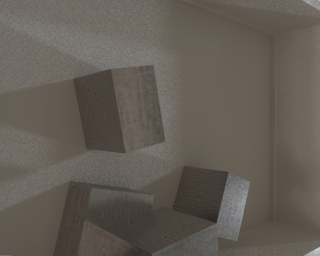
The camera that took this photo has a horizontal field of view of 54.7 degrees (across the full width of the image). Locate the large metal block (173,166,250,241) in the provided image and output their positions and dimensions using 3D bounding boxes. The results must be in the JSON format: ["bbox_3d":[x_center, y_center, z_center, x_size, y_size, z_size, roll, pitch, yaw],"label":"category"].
[{"bbox_3d":[0.068,0.101,0.428,0.050,0.080,0.080,27,73,-37],"label":"large metal block"}]

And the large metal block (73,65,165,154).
[{"bbox_3d":[-0.045,-0.020,0.333,0.050,0.080,0.079,-15,100,-39],"label":"large metal block"}]

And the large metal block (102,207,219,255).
[{"bbox_3d":[0.000,0.121,0.306,0.081,0.080,0.050,-8,96,-40],"label":"large metal block"}]

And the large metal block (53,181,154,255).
[{"bbox_3d":[-0.060,0.106,0.340,0.081,0.050,0.080,17,79,-39],"label":"large metal block"}]
